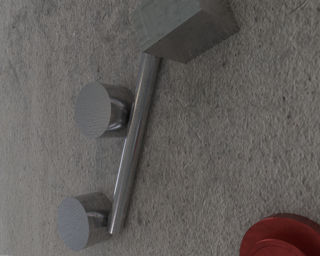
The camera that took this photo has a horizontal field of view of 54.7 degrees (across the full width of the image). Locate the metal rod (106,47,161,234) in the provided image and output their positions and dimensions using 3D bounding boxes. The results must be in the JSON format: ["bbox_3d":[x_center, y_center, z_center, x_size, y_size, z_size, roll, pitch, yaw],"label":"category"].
[{"bbox_3d":[-0.035,0.008,0.433,0.025,0.025,0.298,21,103,38],"label":"metal rod"}]

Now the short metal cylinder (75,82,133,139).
[{"bbox_3d":[-0.079,-0.025,0.454,0.080,0.050,0.080,0,90,40],"label":"short metal cylinder"}]

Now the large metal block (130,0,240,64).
[{"bbox_3d":[0.029,-0.119,0.346,0.080,0.081,0.050,-26,74,37],"label":"large metal block"}]

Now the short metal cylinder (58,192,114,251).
[{"bbox_3d":[-0.115,0.144,0.484,0.080,0.050,0.080,0,90,40],"label":"short metal cylinder"}]

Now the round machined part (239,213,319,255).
[{"bbox_3d":[0.121,0.135,0.295,0.098,0.042,0.097,0,90,40],"label":"round machined part"}]
